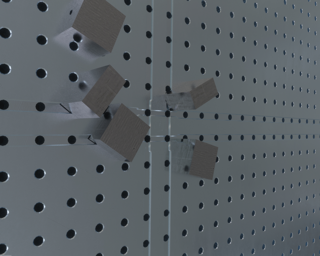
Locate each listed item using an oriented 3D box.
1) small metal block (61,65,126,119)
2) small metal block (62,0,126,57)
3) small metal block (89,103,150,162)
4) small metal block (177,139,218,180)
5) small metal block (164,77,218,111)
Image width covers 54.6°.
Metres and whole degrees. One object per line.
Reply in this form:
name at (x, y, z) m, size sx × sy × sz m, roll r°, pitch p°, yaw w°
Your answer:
small metal block at (-0.072, -0.038, 0.332) m, size 0.025 × 0.050 × 0.050 m, roll 46°, pitch 63°, yaw -30°
small metal block at (-0.073, -0.116, 0.347) m, size 0.050 × 0.025 × 0.050 m, roll 29°, pitch 72°, yaw -36°
small metal block at (-0.047, 0.006, 0.369) m, size 0.050 × 0.025 × 0.050 m, roll 41°, pitch 65°, yaw -32°
small metal block at (0.056, 0.046, 0.455) m, size 0.050 × 0.025 × 0.050 m, roll 20°, pitch 78°, yaw -38°
small metal block at (0.043, -0.046, 0.427) m, size 0.050 × 0.050 × 0.025 m, roll -33°, pitch 111°, yaw -35°
